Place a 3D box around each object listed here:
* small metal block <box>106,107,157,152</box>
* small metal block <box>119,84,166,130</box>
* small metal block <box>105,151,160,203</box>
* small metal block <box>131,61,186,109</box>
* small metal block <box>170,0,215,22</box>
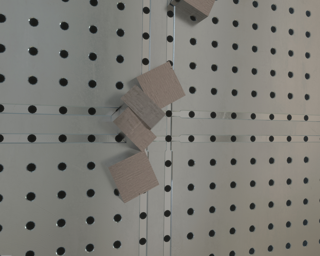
[{"bbox_3d":[-0.037,0.001,0.385,0.025,0.050,0.050,-46,105,-13],"label":"small metal block"},{"bbox_3d":[-0.023,-0.021,0.385,0.050,0.050,0.025,44,76,0],"label":"small metal block"},{"bbox_3d":[-0.036,0.060,0.399,0.050,0.025,0.050,-25,99,-18],"label":"small metal block"},{"bbox_3d":[-0.002,-0.054,0.412,0.050,0.025,0.050,-30,100,-18],"label":"small metal block"},{"bbox_3d":[0.050,-0.185,0.430,0.050,0.025,0.050,26,81,-18],"label":"small metal block"}]
